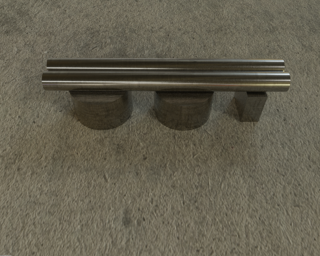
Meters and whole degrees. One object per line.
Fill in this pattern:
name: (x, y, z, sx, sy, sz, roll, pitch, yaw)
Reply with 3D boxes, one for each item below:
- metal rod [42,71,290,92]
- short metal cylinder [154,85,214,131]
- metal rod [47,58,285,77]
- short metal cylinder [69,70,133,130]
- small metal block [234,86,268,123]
metal rod: (0.008, -0.058, 0.388, 0.302, 0.025, 0.025, 0, 50, 0)
short metal cylinder: (0.032, -0.042, 0.424, 0.081, 0.050, 0.080, 0, 50, 0)
metal rod: (0.008, -0.079, 0.405, 0.302, 0.025, 0.025, 0, 50, 0)
short metal cylinder: (-0.079, -0.043, 0.423, 0.081, 0.050, 0.080, 0, 50, 0)
small metal block: (0.123, -0.042, 0.426, 0.025, 0.050, 0.050, -1, 50, -1)
